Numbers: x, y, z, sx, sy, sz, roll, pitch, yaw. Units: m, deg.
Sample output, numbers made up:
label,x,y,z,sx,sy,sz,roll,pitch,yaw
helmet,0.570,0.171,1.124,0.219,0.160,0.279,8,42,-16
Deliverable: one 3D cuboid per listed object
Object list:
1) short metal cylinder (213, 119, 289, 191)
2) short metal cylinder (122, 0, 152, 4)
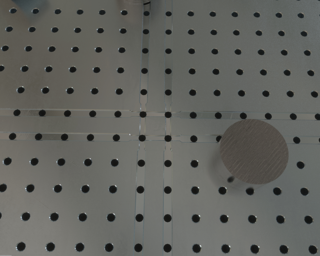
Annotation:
label,x,y,z,sx,sy,sz,roll,pitch,yaw
short metal cylinder,0.111,0.035,0.387,0.081,0.050,0.080,0,70,0
short metal cylinder,-0.037,-0.245,0.488,0.081,0.050,0.080,0,70,0
